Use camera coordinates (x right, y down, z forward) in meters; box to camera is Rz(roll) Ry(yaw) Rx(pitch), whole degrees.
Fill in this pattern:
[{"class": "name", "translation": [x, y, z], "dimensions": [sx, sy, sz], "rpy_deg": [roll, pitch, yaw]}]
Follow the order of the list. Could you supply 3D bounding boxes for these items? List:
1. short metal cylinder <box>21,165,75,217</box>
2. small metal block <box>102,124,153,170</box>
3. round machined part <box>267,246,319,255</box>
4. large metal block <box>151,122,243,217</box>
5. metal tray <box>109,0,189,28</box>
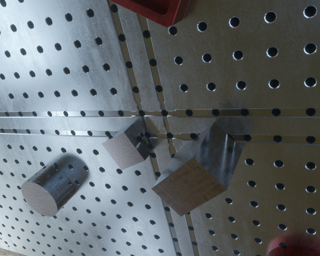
[{"class": "short metal cylinder", "translation": [-0.206, 0.116, 0.572], "dimensions": [0.080, 0.050, 0.079], "rpy_deg": [13, 124, 20]}, {"class": "small metal block", "translation": [-0.048, 0.028, 0.453], "dimensions": [0.050, 0.025, 0.050], "rpy_deg": [-26, 104, 37]}, {"class": "round machined part", "translation": [0.195, 0.215, 0.430], "dimensions": [0.098, 0.042, 0.097], "rpy_deg": [13, 124, 20]}, {"class": "large metal block", "translation": [0.047, 0.050, 0.381], "dimensions": [0.050, 0.080, 0.080], "rpy_deg": [44, 129, -3]}, {"class": "metal tray", "translation": [-0.003, -0.177, 0.299], "dimensions": [0.090, 0.030, 0.129], "rpy_deg": [29, 128, 9]}]
